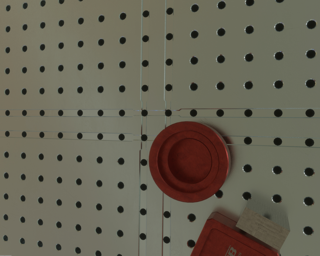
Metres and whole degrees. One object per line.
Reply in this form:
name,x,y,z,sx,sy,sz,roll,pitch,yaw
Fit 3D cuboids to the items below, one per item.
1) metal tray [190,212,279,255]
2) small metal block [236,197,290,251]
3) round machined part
metal tray,0.078,0.183,0.382,0.090,0.030,0.129,25,98,17
small metal block,0.119,0.108,0.357,0.050,0.050,0.025,27,99,17
round machined part,0.039,0.040,0.389,0.098,0.042,0.097,0,90,19
